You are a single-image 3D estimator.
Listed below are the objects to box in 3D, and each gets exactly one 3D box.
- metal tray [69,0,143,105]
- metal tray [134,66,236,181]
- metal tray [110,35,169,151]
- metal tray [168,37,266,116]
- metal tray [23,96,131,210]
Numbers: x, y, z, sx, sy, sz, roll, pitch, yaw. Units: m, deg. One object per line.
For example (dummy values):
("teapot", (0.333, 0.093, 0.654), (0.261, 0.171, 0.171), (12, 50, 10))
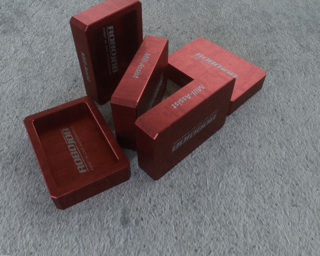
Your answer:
("metal tray", (-0.065, -0.104, 0.423), (0.030, 0.129, 0.090), (36, 58, 26))
("metal tray", (0.031, -0.006, 0.367), (0.131, 0.089, 0.030), (-36, 59, -27))
("metal tray", (-0.021, -0.046, 0.401), (0.030, 0.089, 0.130), (13, 51, 10))
("metal tray", (0.080, -0.083, 0.472), (0.091, 0.030, 0.130), (-37, 59, -27))
("metal tray", (-0.103, 0.024, 0.380), (0.091, 0.030, 0.130), (-23, 54, -19))
